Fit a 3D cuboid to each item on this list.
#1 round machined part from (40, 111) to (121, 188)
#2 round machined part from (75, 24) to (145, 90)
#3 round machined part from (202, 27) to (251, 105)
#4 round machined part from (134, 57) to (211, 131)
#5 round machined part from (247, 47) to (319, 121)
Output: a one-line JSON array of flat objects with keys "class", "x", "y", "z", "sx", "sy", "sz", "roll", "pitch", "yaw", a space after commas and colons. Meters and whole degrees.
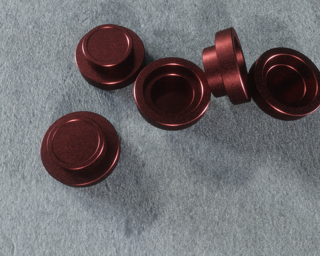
[{"class": "round machined part", "x": -0.101, "y": 0.023, "z": 0.389, "sx": 0.099, "sy": 0.042, "sz": 0.098, "roll": 0, "pitch": 70, "yaw": -1}, {"class": "round machined part", "x": -0.071, "y": -0.106, "z": 0.437, "sx": 0.099, "sy": 0.042, "sz": 0.098, "roll": 0, "pitch": 70, "yaw": -1}, {"class": "round machined part", "x": 0.086, "y": -0.077, "z": 0.404, "sx": 0.042, "sy": 0.098, "sz": 0.098, "roll": -12, "pitch": 68, "yaw": 23}, {"class": "round machined part", "x": 0.016, "y": -0.042, "z": 0.415, "sx": 0.099, "sy": 0.042, "sz": 0.098, "roll": 0, "pitch": 70, "yaw": 0}, {"class": "round machined part", "x": 0.163, "y": -0.055, "z": 0.415, "sx": 0.099, "sy": 0.042, "sz": 0.098, "roll": 4, "pitch": 71, "yaw": -10}]
